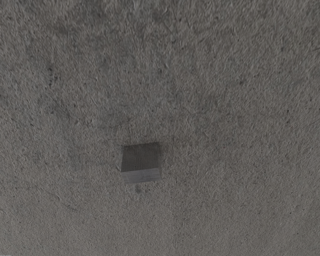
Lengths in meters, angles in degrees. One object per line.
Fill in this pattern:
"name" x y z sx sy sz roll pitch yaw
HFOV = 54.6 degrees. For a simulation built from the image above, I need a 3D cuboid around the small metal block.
"small metal block" -0.025 0.048 0.431 0.050 0.050 0.025 -8 130 6
